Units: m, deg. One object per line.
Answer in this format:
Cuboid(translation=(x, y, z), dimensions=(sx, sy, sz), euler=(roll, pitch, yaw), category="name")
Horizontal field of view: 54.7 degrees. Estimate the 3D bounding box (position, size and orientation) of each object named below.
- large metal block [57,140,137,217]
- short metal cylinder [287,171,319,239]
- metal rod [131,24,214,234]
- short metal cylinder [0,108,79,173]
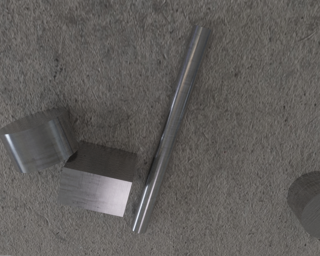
Cuboid(translation=(-0.078, 0.063, 0.403), dimensions=(0.080, 0.080, 0.050), euler=(14, 110, -5), category="large metal block")
Cuboid(translation=(0.230, 0.108, 0.439), dimensions=(0.081, 0.050, 0.079), euler=(0, 110, 0), category="short metal cylinder")
Cuboid(translation=(0.010, 0.015, 0.415), dimensions=(0.025, 0.025, 0.298), euler=(15, 109, -6), category="metal rod")
Cuboid(translation=(-0.148, 0.013, 0.384), dimensions=(0.080, 0.080, 0.050), euler=(-14, 110, 5), category="short metal cylinder")
